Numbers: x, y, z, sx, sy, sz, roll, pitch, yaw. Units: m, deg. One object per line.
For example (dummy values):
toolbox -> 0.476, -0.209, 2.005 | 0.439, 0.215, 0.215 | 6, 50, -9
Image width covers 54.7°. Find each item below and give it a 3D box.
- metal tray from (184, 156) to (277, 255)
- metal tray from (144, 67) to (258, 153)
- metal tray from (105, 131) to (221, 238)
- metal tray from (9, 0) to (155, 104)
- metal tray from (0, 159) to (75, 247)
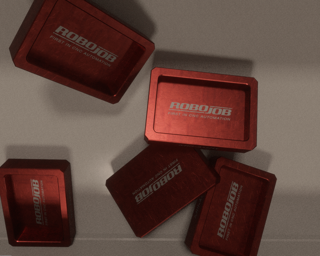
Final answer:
metal tray -> 0.096, 0.113, 0.421 | 0.091, 0.030, 0.130 | 19, 81, -7
metal tray -> 0.050, -0.021, 0.378 | 0.131, 0.030, 0.090 | 6, 77, -3
metal tray -> 0.002, 0.071, 0.410 | 0.130, 0.030, 0.090 | -39, 72, 13
metal tray -> -0.080, -0.087, 0.340 | 0.131, 0.030, 0.090 | 21, 113, -43
metal tray -> -0.174, 0.109, 0.446 | 0.091, 0.030, 0.129 | 1, 110, -1
